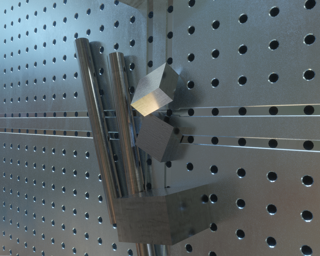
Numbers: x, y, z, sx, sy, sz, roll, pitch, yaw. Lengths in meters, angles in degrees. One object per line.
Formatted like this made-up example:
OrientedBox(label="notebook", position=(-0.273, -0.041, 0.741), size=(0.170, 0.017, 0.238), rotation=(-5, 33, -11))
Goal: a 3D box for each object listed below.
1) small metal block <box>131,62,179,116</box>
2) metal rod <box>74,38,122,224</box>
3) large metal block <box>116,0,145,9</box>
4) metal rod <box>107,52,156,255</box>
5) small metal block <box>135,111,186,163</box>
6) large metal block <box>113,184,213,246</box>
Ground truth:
OrientedBox(label="small metal block", position=(-0.006, -0.049, 0.398), size=(0.050, 0.025, 0.050), rotation=(-27, 35, 37))
OrientedBox(label="metal rod", position=(-0.096, -0.003, 0.488), size=(0.025, 0.025, 0.299), rotation=(-23, 76, 38))
OrientedBox(label="large metal block", position=(-0.036, -0.228, 0.423), size=(0.080, 0.050, 0.080), rotation=(-32, 70, 35))
OrientedBox(label="metal rod", position=(-0.042, 0.037, 0.444), size=(0.025, 0.025, 0.298), rotation=(-16, 80, 39))
OrientedBox(label="small metal block", position=(-0.001, 0.011, 0.410), size=(0.050, 0.025, 0.050), rotation=(32, 110, 35))
OrientedBox(label="large metal block", position=(0.004, 0.101, 0.370), size=(0.080, 0.081, 0.050), rotation=(-14, 81, 39))
